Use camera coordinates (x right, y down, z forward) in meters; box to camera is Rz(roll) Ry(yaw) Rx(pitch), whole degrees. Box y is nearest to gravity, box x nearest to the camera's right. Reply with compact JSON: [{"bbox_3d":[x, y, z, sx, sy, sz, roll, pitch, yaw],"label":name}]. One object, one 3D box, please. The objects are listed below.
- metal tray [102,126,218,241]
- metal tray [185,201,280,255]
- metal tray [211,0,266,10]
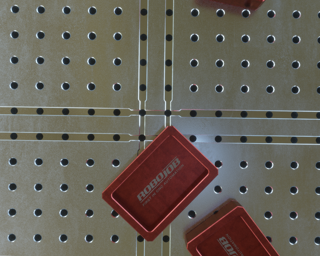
[{"bbox_3d":[0.000,0.071,0.410,0.090,0.030,0.130,44,90,-1],"label":"metal tray"},{"bbox_3d":[0.106,0.176,0.412,0.090,0.030,0.130,-37,90,-1],"label":"metal tray"},{"bbox_3d":[0.106,-0.234,0.412,0.091,0.030,0.129,12,90,-1],"label":"metal tray"}]
